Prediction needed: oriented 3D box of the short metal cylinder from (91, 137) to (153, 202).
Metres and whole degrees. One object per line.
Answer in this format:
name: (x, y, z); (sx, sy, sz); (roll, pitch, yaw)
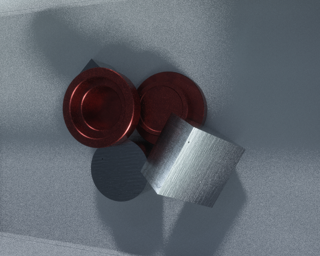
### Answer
short metal cylinder: (-0.043, 0.052, 0.409); (0.080, 0.050, 0.079); (0, 90, 19)

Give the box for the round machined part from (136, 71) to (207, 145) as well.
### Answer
round machined part: (0.008, -0.024, 0.394); (0.098, 0.042, 0.097); (0, 90, 19)

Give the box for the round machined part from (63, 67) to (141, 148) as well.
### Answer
round machined part: (-0.069, -0.025, 0.392); (0.098, 0.042, 0.097); (0, 90, 19)

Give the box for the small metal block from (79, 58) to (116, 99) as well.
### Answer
small metal block: (-0.087, -0.063, 0.424); (0.025, 0.050, 0.050); (46, 104, 14)

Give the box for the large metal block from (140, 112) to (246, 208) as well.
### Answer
large metal block: (0.037, 0.038, 0.359); (0.080, 0.080, 0.050); (-63, 32, 9)
